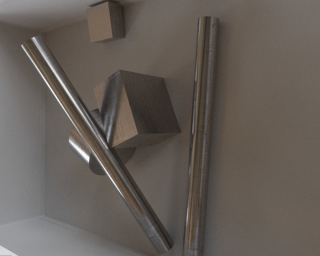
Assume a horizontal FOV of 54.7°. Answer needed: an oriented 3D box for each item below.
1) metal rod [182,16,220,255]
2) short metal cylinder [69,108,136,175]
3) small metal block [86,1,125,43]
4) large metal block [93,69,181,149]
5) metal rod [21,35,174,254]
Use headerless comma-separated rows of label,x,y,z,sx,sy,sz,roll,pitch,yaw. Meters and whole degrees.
metal rod,0.047,0.023,0.366,0.025,0.025,0.298,6,94,39
short metal cylinder,-0.078,0.019,0.433,0.050,0.081,0.079,37,112,33
small metal block,-0.082,-0.157,0.466,0.050,0.025,0.050,1,102,39
large metal block,-0.028,-0.021,0.392,0.050,0.081,0.080,-27,73,36
metal rod,-0.069,0.028,0.375,0.025,0.025,0.299,-23,103,37
